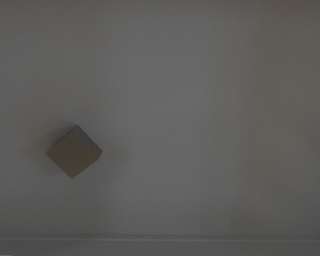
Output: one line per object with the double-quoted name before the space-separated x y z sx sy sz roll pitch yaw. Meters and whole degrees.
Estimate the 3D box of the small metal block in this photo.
"small metal block" -0.116 0.033 0.422 0.050 0.025 0.050 -37 106 12
